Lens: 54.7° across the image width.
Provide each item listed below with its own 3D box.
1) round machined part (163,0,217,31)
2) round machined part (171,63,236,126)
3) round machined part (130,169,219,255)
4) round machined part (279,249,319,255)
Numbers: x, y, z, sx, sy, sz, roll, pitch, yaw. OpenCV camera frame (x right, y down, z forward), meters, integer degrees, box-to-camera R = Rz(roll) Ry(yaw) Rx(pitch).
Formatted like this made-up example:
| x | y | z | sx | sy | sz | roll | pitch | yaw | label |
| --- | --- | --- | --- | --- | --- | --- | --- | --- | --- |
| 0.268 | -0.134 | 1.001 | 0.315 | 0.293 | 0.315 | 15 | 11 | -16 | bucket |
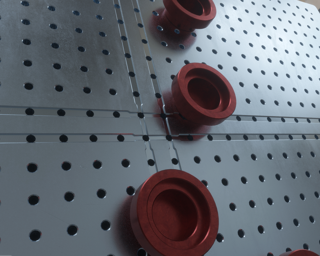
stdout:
| x | y | z | sx | sy | sz | roll | pitch | yaw | label |
| --- | --- | --- | --- | --- | --- | --- | --- | --- | --- |
| 0.049 | -0.214 | 0.556 | 0.099 | 0.042 | 0.098 | 14 | 56 | -21 | round machined part |
| 0.060 | -0.046 | 0.460 | 0.099 | 0.042 | 0.098 | 14 | 56 | -21 | round machined part |
| 0.013 | 0.099 | 0.345 | 0.099 | 0.042 | 0.098 | 14 | 56 | -21 | round machined part |
| 0.168 | 0.199 | 0.369 | 0.099 | 0.042 | 0.098 | 14 | 56 | -21 | round machined part |
